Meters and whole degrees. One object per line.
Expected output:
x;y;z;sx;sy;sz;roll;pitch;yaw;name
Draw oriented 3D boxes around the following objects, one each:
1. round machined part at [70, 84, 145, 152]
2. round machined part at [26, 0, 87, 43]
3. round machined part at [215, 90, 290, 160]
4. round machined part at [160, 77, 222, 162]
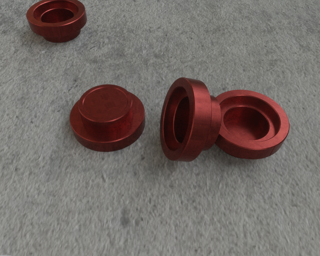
-0.069;-0.020;0.408;0.099;0.042;0.098;0;50;0;round machined part
-0.179;-0.188;0.548;0.099;0.042;0.098;0;50;0;round machined part
0.107;0.000;0.392;0.099;0.042;0.098;2;50;-2;round machined part
0.037;-0.008;0.368;0.042;0.097;0.098;7;48;-20;round machined part
